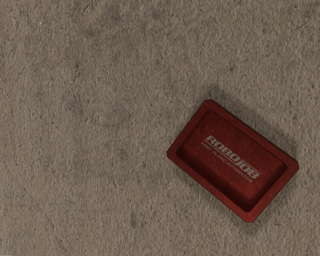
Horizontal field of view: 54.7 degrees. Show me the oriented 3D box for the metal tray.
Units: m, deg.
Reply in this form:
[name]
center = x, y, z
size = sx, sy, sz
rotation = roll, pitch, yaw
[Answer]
[metal tray]
center = 0.085, 0.037, 0.376
size = 0.130, 0.030, 0.090
rotation = 39, 102, 15
